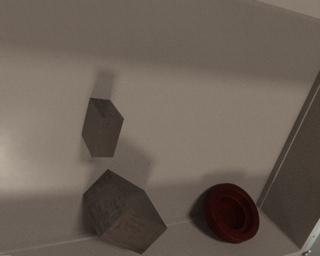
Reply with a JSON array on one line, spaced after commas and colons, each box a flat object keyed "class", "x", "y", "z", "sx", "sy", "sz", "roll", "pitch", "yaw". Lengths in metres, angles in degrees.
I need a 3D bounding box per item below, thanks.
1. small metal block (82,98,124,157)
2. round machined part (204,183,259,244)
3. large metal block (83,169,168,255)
[{"class": "small metal block", "x": -0.067, "y": -0.001, "z": 0.356, "sx": 0.025, "sy": 0.050, "sz": 0.050, "roll": 4, "pitch": 116, "yaw": -31}, {"class": "round machined part", "x": 0.117, "y": 0.148, "z": 0.528, "sx": 0.099, "sy": 0.098, "sz": 0.042, "roll": 2, "pitch": 147, "yaw": -30}, {"class": "large metal block", "x": -0.048, "y": 0.113, "z": 0.418, "sx": 0.050, "sy": 0.080, "sz": 0.080, "roll": -46, "pitch": 130, "yaw": 4}]
